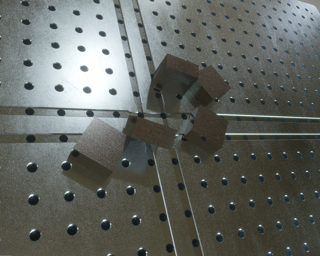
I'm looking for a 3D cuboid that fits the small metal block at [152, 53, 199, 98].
[{"bbox_3d":[0.022,-0.075,0.452,0.050,0.050,0.025,17,55,-19],"label":"small metal block"}]

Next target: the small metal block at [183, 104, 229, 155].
[{"bbox_3d":[0.066,0.002,0.445,0.050,0.025,0.050,30,52,-10],"label":"small metal block"}]

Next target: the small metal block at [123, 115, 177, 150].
[{"bbox_3d":[-0.013,0.005,0.380,0.050,0.050,0.025,19,88,-18],"label":"small metal block"}]

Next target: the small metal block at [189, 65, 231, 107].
[{"bbox_3d":[0.076,-0.067,0.492,0.050,0.025,0.050,-31,79,-38],"label":"small metal block"}]

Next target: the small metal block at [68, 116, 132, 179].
[{"bbox_3d":[-0.069,0.023,0.358,0.050,0.025,0.050,32,51,-8],"label":"small metal block"}]
